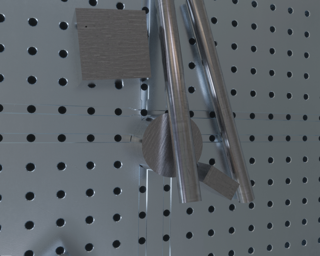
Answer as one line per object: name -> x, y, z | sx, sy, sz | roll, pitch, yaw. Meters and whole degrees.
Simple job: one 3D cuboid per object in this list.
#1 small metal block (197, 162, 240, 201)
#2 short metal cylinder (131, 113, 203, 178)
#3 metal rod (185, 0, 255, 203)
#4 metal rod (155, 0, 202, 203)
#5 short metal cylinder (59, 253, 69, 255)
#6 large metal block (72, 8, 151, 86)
small metal block -> 0.072, 0.072, 0.426 | 0.050, 0.050, 0.025 | 34, 79, -17
short metal cylinder -> 0.008, 0.021, 0.402 | 0.081, 0.050, 0.079 | 0, 90, -20
metal rod -> 0.088, -0.036, 0.445 | 0.025, 0.025, 0.298 | -18, 96, -19
metal rod -> 0.018, -0.062, 0.378 | 0.025, 0.025, 0.299 | -1, 75, -20
short metal cylinder -> -0.105, 0.190, 0.345 | 0.050, 0.080, 0.080 | -41, 103, -15
large metal block -> -0.060, -0.096, 0.377 | 0.081, 0.050, 0.079 | -6, 92, -20
